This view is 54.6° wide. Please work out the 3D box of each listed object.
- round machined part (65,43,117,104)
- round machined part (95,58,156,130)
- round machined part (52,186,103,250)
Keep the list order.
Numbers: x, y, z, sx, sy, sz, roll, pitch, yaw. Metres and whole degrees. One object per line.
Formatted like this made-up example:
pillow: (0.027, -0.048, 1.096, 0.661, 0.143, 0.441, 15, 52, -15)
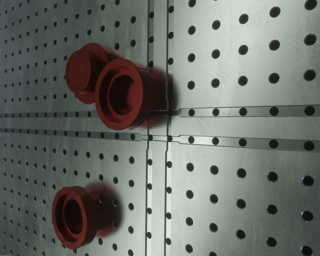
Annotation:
round machined part: (-0.114, -0.087, 0.494, 0.098, 0.042, 0.097, 0, 90, 40)
round machined part: (-0.044, -0.046, 0.436, 0.098, 0.042, 0.097, 0, 90, 40)
round machined part: (-0.132, 0.143, 0.509, 0.098, 0.042, 0.097, 0, 90, 40)
